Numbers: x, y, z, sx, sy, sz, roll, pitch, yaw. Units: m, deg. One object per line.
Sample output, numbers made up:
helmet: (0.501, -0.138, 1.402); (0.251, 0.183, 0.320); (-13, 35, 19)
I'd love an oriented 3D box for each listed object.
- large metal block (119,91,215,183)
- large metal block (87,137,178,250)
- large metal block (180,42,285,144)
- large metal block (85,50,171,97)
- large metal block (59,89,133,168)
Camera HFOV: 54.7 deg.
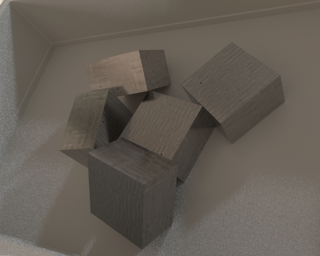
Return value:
large metal block: (0.007, 0.008, 0.379); (0.080, 0.050, 0.080); (21, 73, 35)
large metal block: (-0.031, 0.067, 0.334); (0.080, 0.079, 0.050); (22, 31, 34)
large metal block: (0.085, -0.043, 0.368); (0.080, 0.050, 0.080); (-39, 51, 1)
large metal block: (-0.041, -0.074, 0.426); (0.080, 0.080, 0.050); (-8, 100, 25)
large metal block: (-0.074, 0.008, 0.401); (0.050, 0.080, 0.080); (-5, 59, 25)
